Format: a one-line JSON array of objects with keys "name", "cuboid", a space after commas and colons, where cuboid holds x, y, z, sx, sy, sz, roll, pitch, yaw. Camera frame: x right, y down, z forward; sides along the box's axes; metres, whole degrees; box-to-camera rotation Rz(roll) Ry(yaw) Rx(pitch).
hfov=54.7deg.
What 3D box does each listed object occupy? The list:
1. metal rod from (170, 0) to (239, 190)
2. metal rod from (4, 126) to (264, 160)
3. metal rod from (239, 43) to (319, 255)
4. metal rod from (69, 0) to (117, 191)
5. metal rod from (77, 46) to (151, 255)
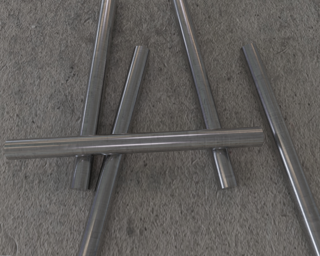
[{"name": "metal rod", "cuboid": [0.056, -0.064, 0.431, 0.025, 0.025, 0.299, -10, 70, -4]}, {"name": "metal rod", "cuboid": [-0.029, 0.018, 0.373, 0.302, 0.025, 0.025, -3, 70, -1]}, {"name": "metal rod", "cuboid": [0.160, 0.022, 0.401, 0.025, 0.025, 0.299, -11, 70, -4]}, {"name": "metal rod", "cuboid": [-0.088, -0.065, 0.430, 0.025, 0.025, 0.299, 4, 70, 1]}, {"name": "metal rod", "cuboid": [-0.056, 0.026, 0.397, 0.025, 0.025, 0.299, 11, 70, 4]}]
